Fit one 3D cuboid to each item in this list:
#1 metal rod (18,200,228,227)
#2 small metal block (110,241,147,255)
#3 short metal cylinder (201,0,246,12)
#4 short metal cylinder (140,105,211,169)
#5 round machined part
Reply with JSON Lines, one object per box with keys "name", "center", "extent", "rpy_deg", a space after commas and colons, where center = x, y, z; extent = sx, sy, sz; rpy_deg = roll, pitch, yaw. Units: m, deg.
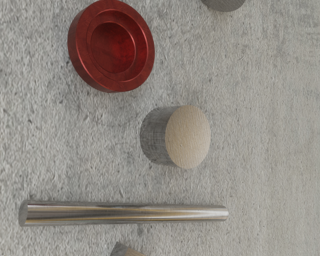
{"name": "metal rod", "center": [-0.017, 0.108, 0.390], "extent": [0.302, 0.025, 0.025], "rpy_deg": [13, 82, -39]}
{"name": "small metal block", "center": [-0.039, 0.172, 0.373], "extent": [0.050, 0.025, 0.050], "rpy_deg": [40, 66, -33]}
{"name": "short metal cylinder", "center": [0.096, -0.218, 0.449], "extent": [0.080, 0.080, 0.050], "rpy_deg": [44, 64, -32]}
{"name": "short metal cylinder", "center": [0.021, 0.011, 0.406], "extent": [0.081, 0.050, 0.079], "rpy_deg": [0, 90, -40]}
{"name": "round machined part", "center": [-0.057, -0.087, 0.346], "extent": [0.099, 0.042, 0.097], "rpy_deg": [0, 90, -40]}
